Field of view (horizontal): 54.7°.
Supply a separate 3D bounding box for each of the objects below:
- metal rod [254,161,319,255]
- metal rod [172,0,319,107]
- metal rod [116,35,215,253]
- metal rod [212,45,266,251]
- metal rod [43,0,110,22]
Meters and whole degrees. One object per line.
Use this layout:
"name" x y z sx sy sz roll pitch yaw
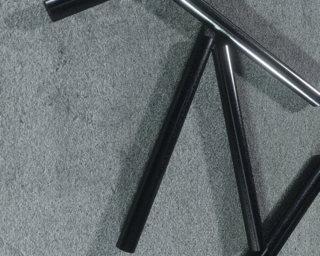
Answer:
"metal rod" 0.190 0.158 0.479 0.025 0.025 0.300 45 76 -15
"metal rod" 0.134 -0.118 0.457 0.301 0.025 0.025 31 80 -18
"metal rod" 0.010 0.015 0.412 0.025 0.025 0.299 24 82 -19
"metal rod" 0.115 0.032 0.451 0.025 0.025 0.298 -13 95 -20
"metal rod" -0.005 -0.206 0.406 0.302 0.025 0.025 -30 100 -18
